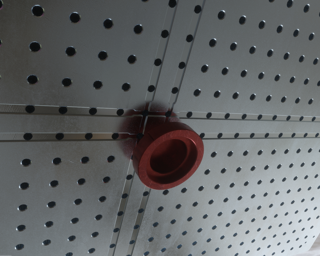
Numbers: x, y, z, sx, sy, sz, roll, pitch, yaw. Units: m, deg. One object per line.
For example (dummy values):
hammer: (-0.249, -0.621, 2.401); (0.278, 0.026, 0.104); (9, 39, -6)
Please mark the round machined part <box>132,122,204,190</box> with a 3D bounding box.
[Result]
round machined part: (0.008, 0.034, 0.427); (0.099, 0.042, 0.097); (-14, 125, -21)
